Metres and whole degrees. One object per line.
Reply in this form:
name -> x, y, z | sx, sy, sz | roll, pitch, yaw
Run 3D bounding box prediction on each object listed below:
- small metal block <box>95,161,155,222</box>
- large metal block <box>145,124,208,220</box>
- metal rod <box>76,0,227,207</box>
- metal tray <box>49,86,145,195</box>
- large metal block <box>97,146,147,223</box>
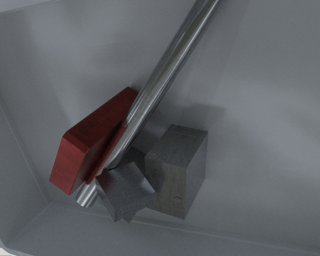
small metal block -> -0.041, 0.073, 0.360 | 0.050, 0.050, 0.025 | 49, 146, 34
large metal block -> 0.023, 0.053, 0.392 | 0.050, 0.080, 0.079 | 13, 124, 21
metal rod -> -0.019, -0.022, 0.343 | 0.025, 0.025, 0.298 | 36, 112, 4
metal tray -> -0.073, 0.012, 0.383 | 0.030, 0.131, 0.089 | 36, 130, 5
large metal block -> -0.050, 0.073, 0.443 | 0.080, 0.080, 0.050 | 32, 128, 7
